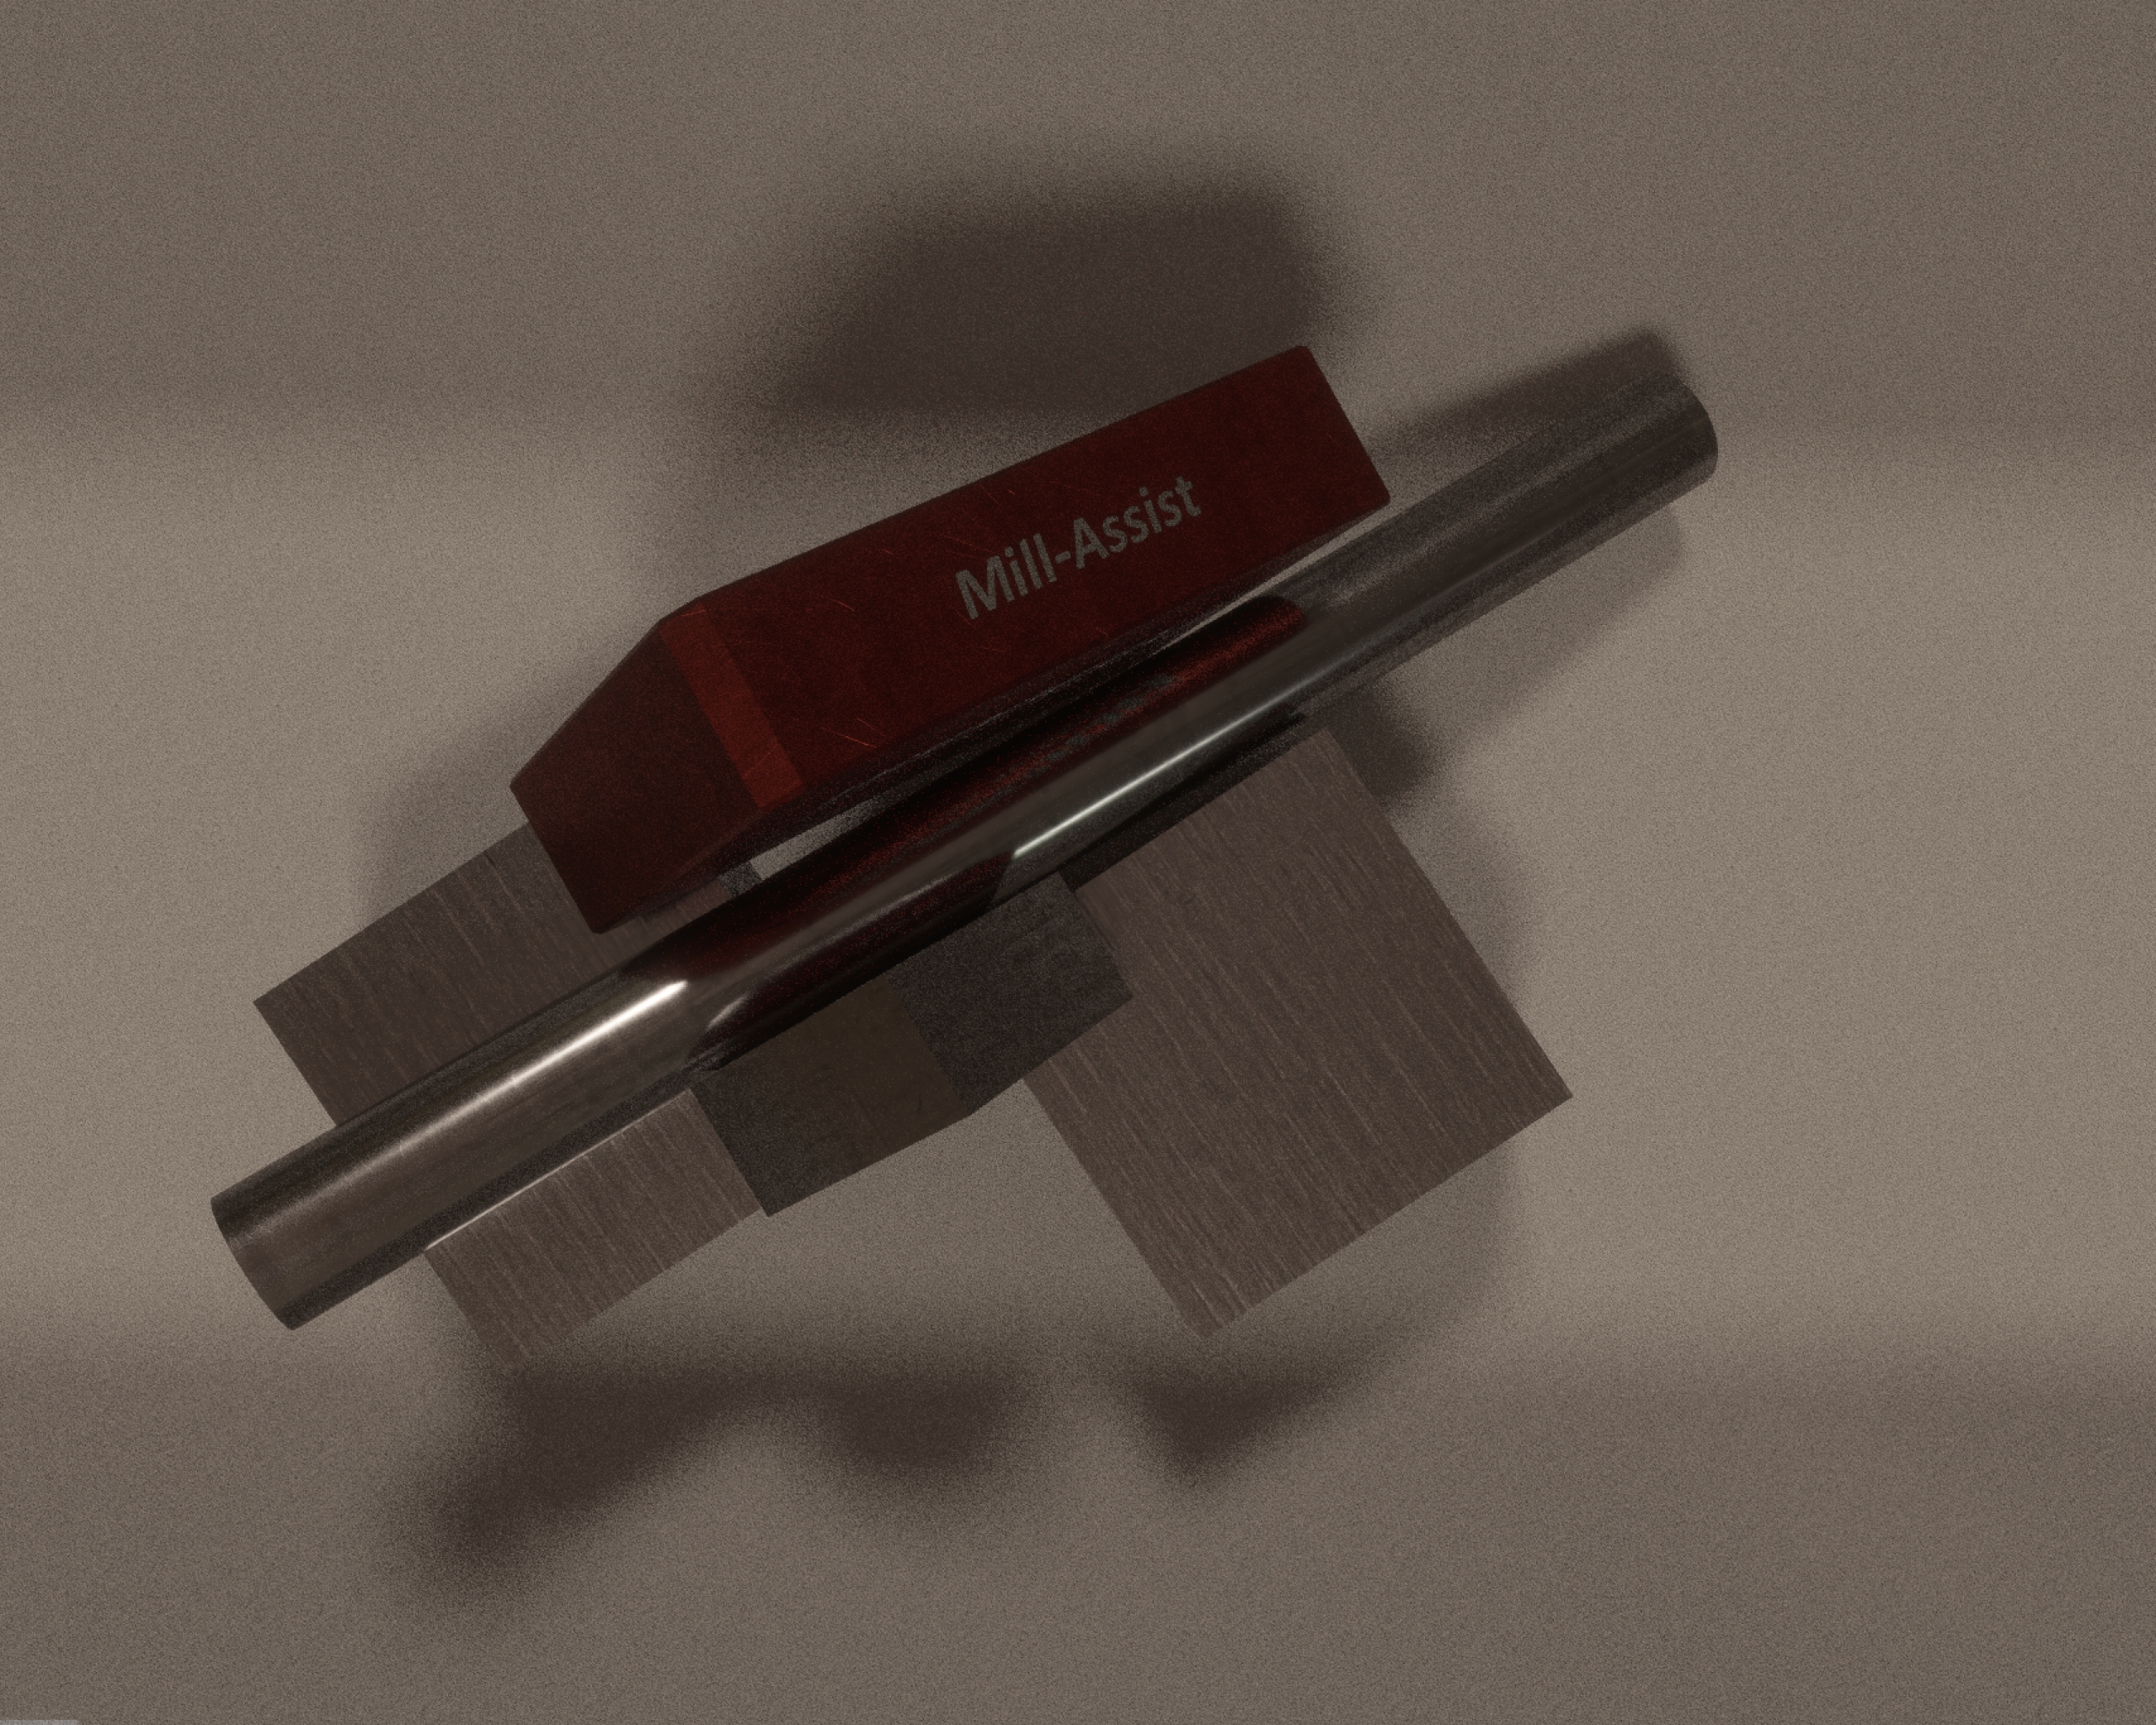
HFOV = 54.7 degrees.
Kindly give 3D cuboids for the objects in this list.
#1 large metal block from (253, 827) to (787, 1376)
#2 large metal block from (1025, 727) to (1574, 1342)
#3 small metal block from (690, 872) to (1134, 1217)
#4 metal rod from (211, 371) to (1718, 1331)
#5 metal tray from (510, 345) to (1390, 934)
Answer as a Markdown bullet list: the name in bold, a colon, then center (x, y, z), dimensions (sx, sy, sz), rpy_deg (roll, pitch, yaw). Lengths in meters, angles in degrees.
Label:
- **large metal block**: center (-0.090, 0.036, 0.394), dimensions (0.080, 0.050, 0.080), rpy_deg (-34, 90, 0)
- **large metal block**: center (0.033, 0.031, 0.398), dimensions (0.080, 0.050, 0.080), rpy_deg (-34, 90, 0)
- **small metal block**: center (-0.027, 0.030, 0.349), dimensions (0.050, 0.050, 0.025), rpy_deg (-30, 90, 36)
- **metal rod**: center (-0.007, -0.011, 0.373), dimensions (0.302, 0.025, 0.025), rpy_deg (-31, 90, -16)
- **metal tray**: center (-0.021, -0.037, 0.350), dimensions (0.131, 0.090, 0.030), rpy_deg (-30, 92, -32)
